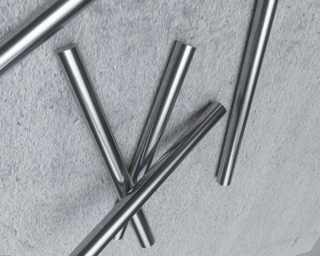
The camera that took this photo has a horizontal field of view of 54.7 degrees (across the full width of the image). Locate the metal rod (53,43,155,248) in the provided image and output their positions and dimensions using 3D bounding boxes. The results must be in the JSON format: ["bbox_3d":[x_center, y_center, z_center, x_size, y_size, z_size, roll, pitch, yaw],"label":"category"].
[{"bbox_3d":[-0.056,0.044,0.383,0.025,0.025,0.298,-25,121,-14],"label":"metal rod"}]

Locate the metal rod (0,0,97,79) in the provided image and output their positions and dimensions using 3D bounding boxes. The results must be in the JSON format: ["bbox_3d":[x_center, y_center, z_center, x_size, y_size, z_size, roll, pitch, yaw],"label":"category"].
[{"bbox_3d":[-0.153,-0.059,0.286,0.300,0.025,0.025,-40,130,-2],"label":"metal rod"}]

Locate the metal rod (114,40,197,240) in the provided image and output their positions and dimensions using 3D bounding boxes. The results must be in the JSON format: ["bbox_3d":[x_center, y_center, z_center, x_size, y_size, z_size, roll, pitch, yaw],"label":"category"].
[{"bbox_3d":[-0.018,0.031,0.417,0.025,0.025,0.298,7,115,-32],"label":"metal rod"}]

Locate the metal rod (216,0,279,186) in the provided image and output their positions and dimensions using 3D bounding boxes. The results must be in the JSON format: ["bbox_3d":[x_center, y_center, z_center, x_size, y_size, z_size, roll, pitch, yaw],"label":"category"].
[{"bbox_3d":[0.121,-0.039,0.451,0.025,0.025,0.298,-9,122,-24],"label":"metal rod"}]

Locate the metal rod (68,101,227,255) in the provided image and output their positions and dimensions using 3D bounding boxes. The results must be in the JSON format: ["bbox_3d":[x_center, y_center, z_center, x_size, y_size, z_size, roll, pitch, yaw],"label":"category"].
[{"bbox_3d":[-0.016,0.073,0.391,0.301,0.025,0.025,-46,132,-18],"label":"metal rod"}]
